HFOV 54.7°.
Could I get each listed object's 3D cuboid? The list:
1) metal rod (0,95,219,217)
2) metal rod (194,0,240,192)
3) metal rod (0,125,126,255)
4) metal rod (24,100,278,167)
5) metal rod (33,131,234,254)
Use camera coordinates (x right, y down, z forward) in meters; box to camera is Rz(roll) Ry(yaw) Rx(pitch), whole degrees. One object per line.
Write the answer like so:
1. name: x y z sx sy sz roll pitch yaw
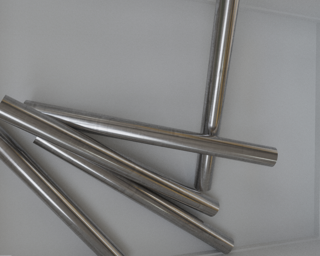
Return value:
1. metal rod: -0.044 0.045 0.376 0.301 0.025 0.025 30 80 -25
2. metal rod: 0.068 -0.053 0.371 0.025 0.025 0.298 -6 117 -20
3. metal rod: -0.145 0.056 0.357 0.025 0.025 0.300 -43 104 -15
4. metal rod: -0.007 0.008 0.370 0.302 0.025 0.025 11 86 -6
5. metal rod: -0.021 0.088 0.402 0.301 0.025 0.025 34 79 -17
